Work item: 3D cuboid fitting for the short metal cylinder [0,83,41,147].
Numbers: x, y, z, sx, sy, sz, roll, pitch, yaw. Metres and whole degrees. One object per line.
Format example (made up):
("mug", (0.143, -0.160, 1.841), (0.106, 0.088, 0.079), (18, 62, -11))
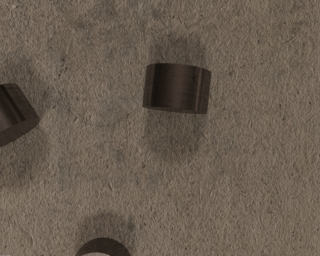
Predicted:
("short metal cylinder", (-0.198, -0.012, 0.380), (0.080, 0.080, 0.050), (-33, 90, 0))

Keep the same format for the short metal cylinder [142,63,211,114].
("short metal cylinder", (0.021, -0.046, 0.383), (0.081, 0.080, 0.050), (6, 90, -1))

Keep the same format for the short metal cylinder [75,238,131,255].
("short metal cylinder", (-0.077, 0.189, 0.397), (0.081, 0.050, 0.079), (0, 90, -1))
